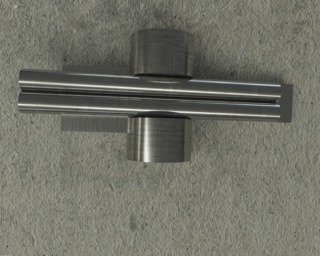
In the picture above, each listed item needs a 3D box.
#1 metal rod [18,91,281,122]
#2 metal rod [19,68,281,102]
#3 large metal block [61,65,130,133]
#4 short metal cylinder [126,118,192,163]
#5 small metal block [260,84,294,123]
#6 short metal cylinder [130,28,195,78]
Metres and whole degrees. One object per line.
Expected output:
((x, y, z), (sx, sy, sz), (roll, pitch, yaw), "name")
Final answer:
((-0.005, -0.024, 0.366), (0.302, 0.025, 0.025), (2, 90, -8), "metal rod")
((-0.004, -0.049, 0.366), (0.302, 0.025, 0.025), (2, 90, -8), "metal rod")
((-0.078, -0.035, 0.398), (0.081, 0.050, 0.080), (2, 90, 0), "large metal block")
((-0.001, 0.013, 0.384), (0.081, 0.080, 0.050), (2, 90, 0), "short metal cylinder")
((0.146, -0.033, 0.413), (0.050, 0.025, 0.050), (3, 90, 0), "small metal block")
((0.003, -0.086, 0.384), (0.081, 0.080, 0.050), (2, 90, 0), "short metal cylinder")
